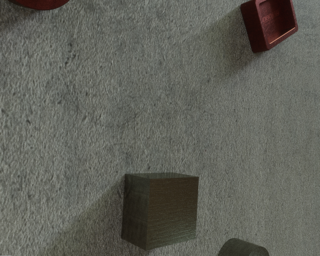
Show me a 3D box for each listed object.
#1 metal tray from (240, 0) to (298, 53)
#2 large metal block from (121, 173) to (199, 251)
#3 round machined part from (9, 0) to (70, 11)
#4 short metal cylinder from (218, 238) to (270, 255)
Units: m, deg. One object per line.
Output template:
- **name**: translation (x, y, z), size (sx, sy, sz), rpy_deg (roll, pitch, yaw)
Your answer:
- **metal tray**: translation (0.208, -0.204, 0.578), size (0.131, 0.030, 0.090), rpy_deg (-34, 112, -35)
- **large metal block**: translation (0.001, 0.100, 0.392), size (0.081, 0.050, 0.080), rpy_deg (6, 87, -40)
- **round machined part**: translation (-0.108, -0.158, 0.282), size (0.099, 0.042, 0.097), rpy_deg (-31, 132, -41)
- **short metal cylinder**: translation (0.137, 0.228, 0.507), size (0.081, 0.050, 0.079), rpy_deg (0, 90, -40)
